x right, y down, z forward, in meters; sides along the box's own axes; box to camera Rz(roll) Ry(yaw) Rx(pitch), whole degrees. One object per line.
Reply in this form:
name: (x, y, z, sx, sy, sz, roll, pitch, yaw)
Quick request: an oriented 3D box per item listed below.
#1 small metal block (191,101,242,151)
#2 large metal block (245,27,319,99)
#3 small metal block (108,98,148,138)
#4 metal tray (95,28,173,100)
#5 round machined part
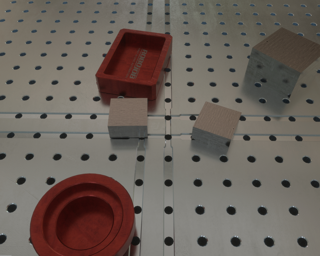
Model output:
small metal block: (0.075, -0.003, 0.411, 0.050, 0.025, 0.050, 19, 53, 15)
large metal block: (0.195, -0.103, 0.481, 0.080, 0.050, 0.080, -36, 59, -27)
small metal block: (-0.042, -0.014, 0.419, 0.050, 0.025, 0.050, -1, 50, -1)
metal tray: (-0.037, -0.105, 0.491, 0.090, 0.030, 0.130, 10, 51, 8)
round machined part: (-0.074, 0.098, 0.313, 0.099, 0.042, 0.098, 0, 50, 0)
